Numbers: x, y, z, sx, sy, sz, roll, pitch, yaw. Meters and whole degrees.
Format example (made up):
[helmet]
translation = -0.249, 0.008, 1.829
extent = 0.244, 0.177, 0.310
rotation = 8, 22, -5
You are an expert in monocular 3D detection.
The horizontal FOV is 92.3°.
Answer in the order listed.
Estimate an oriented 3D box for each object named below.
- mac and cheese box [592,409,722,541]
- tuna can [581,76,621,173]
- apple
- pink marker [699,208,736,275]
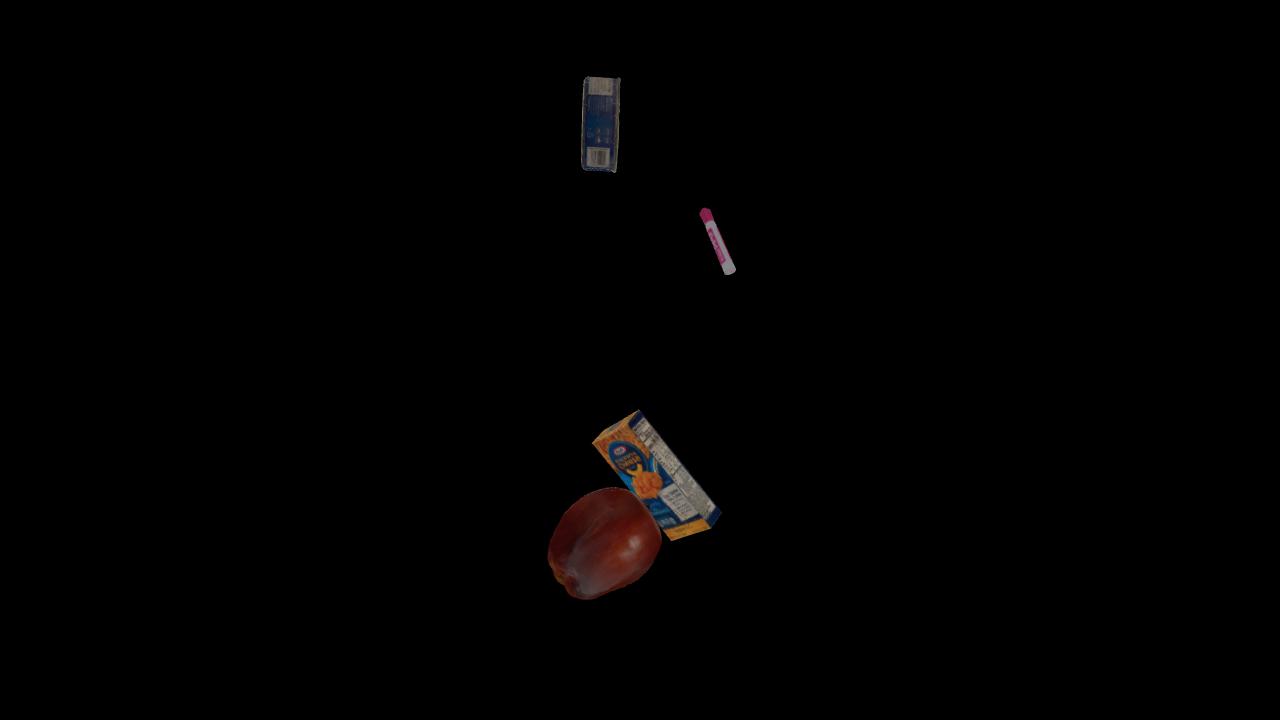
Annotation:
[mac and cheese box]
translation = 0.022, 0.163, 0.855
extent = 0.093, 0.184, 0.041
rotation = -35, 6, 47
[tuna can]
translation = -0.037, -0.220, 0.578
extent = 0.034, 0.084, 0.084
rotation = 2, 0, -4
[apple]
translation = -0.027, 0.144, 0.490
extent = 0.093, 0.079, 0.079
rotation = -32, 15, -25
[pink marker]
translation = 0.119, -0.186, 0.951
extent = 0.020, 0.121, 0.020
rotation = -16, -23, -7
